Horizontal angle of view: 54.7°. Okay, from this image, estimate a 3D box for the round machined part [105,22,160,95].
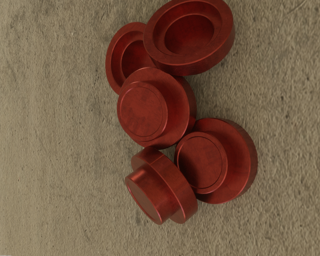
[{"bbox_3d":[-0.025,-0.087,0.414,0.098,0.042,0.097,0,90,39],"label":"round machined part"}]

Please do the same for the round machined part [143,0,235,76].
[{"bbox_3d":[0.034,-0.099,0.347,0.098,0.042,0.098,-8,62,16],"label":"round machined part"}]

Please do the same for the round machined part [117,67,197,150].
[{"bbox_3d":[-0.011,-0.021,0.359,0.098,0.042,0.097,7,104,30],"label":"round machined part"}]

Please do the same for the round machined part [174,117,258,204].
[{"bbox_3d":[0.055,0.037,0.349,0.098,0.042,0.097,0,90,39],"label":"round machined part"}]

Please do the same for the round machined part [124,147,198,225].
[{"bbox_3d":[-0.005,0.074,0.365,0.098,0.042,0.097,43,154,27],"label":"round machined part"}]
